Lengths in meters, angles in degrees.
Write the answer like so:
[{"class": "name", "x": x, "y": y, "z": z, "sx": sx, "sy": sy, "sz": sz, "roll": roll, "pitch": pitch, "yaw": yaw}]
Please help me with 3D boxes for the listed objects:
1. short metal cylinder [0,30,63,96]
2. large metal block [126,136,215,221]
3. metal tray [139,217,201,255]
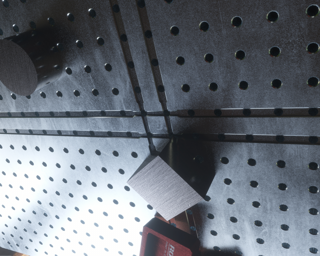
[{"class": "short metal cylinder", "x": -0.187, "y": -0.092, "z": 0.437, "sx": 0.080, "sy": 0.050, "sz": 0.079, "roll": 13, "pitch": 124, "yaw": 21}, {"class": "large metal block", "x": 0.014, "y": 0.071, "z": 0.431, "sx": 0.080, "sy": 0.050, "sz": 0.080, "roll": 44, "pitch": 129, "yaw": -3}, {"class": "metal tray", "x": 0.011, "y": 0.225, "z": 0.515, "sx": 0.090, "sy": 0.030, "sz": 0.129, "roll": 19, "pitch": 113, "yaw": 26}]
